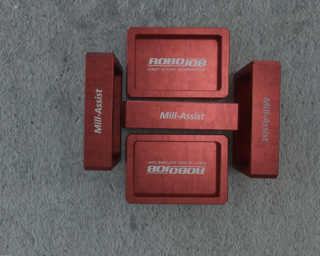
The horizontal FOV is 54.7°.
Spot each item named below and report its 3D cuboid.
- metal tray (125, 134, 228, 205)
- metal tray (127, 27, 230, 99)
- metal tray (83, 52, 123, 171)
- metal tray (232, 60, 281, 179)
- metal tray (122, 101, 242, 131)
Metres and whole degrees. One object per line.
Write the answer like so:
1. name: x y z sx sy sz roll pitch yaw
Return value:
1. metal tray: 0.022 0.053 0.410 0.131 0.030 0.089 1 89 0
2. metal tray: 0.023 -0.084 0.409 0.131 0.030 0.089 0 93 0
3. metal tray: -0.067 -0.019 0.378 0.030 0.090 0.129 1 91 0
4. metal tray: 0.115 -0.010 0.379 0.030 0.090 0.129 1 90 0
5. metal tray: 0.024 -0.014 0.380 0.131 0.090 0.030 1 92 0
